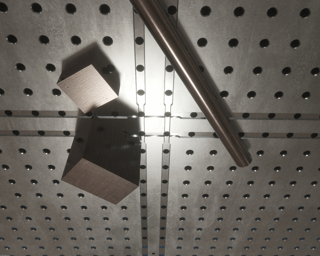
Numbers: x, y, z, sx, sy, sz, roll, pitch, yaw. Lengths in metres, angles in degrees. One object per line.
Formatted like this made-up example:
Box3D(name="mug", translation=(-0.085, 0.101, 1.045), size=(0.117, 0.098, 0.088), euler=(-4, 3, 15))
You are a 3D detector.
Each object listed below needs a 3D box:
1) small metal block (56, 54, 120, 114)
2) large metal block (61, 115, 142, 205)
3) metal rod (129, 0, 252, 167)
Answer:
Box3D(name="small metal block", translation=(-0.083, -0.051, 0.367), size=(0.050, 0.025, 0.050), euler=(-24, 127, 19))
Box3D(name="large metal block", translation=(-0.073, 0.042, 0.410), size=(0.080, 0.080, 0.050), euler=(32, 123, -25))
Box3D(name="metal rod", translation=(0.045, -0.050, 0.370), size=(0.025, 0.025, 0.300), euler=(-25, 126, 19))
